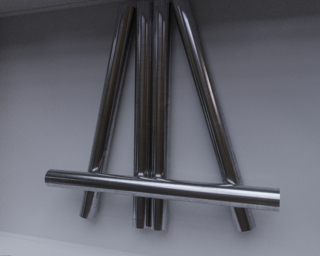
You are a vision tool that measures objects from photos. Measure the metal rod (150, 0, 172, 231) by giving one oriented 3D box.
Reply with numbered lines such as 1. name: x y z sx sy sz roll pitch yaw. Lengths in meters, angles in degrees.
1. metal rod: 0.001 -0.018 0.409 0.025 0.025 0.298 1 90 20

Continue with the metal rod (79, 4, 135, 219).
1. metal rod: -0.074 -0.020 0.435 0.025 0.025 0.298 13 94 19

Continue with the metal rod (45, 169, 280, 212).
1. metal rod: -0.012 0.074 0.386 0.301 0.025 0.025 2 91 20

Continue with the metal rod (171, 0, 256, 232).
1. metal rod: 0.065 -0.023 0.386 0.025 0.025 0.299 -17 84 19

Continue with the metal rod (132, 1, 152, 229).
1. metal rod: -0.022 -0.017 0.417 0.025 0.025 0.298 1 90 20
